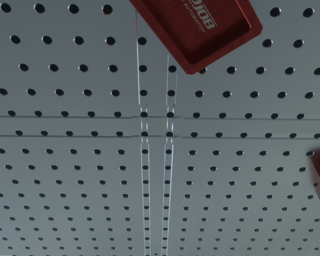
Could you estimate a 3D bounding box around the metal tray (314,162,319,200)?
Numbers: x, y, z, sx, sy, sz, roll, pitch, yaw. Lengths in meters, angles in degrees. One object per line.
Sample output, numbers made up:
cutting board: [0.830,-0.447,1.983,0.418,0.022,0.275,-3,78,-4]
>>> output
metal tray: [0.313,0.077,0.476,0.130,0.030,0.090,-17,128,14]

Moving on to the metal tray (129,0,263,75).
metal tray: [0.030,-0.125,0.302,0.090,0.030,0.130,-29,125,22]
